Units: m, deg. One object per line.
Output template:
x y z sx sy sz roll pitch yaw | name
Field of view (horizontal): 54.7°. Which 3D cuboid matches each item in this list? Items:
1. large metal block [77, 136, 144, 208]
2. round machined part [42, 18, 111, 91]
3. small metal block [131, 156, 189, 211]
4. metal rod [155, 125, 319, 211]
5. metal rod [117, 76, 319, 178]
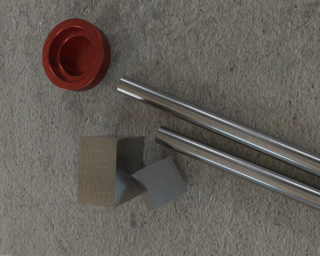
-0.061 0.051 0.400 0.050 0.080 0.079 2 91 20 | large metal block
-0.112 -0.100 0.438 0.098 0.042 0.097 0 90 19 | round machined part
0.000 0.070 0.393 0.050 0.050 0.025 63 147 9 | small metal block
0.132 0.061 0.362 0.301 0.025 0.025 22 97 18 | metal rod
0.080 -0.002 0.380 0.301 0.025 0.025 24 98 18 | metal rod
